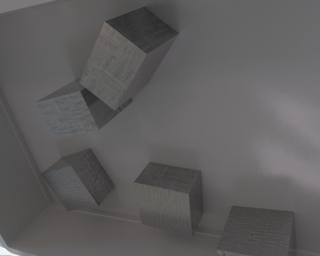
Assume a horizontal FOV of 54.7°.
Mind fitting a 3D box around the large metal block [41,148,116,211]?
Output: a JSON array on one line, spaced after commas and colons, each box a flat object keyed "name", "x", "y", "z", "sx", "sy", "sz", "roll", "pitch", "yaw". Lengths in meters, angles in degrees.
[{"name": "large metal block", "x": -0.136, "y": 0.088, "z": 0.519, "sx": 0.080, "sy": 0.050, "sz": 0.080, "roll": -18, "pitch": 109, "yaw": 35}]

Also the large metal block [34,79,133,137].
[{"name": "large metal block", "x": -0.097, "y": -0.034, "z": 0.403, "sx": 0.080, "sy": 0.080, "sz": 0.050, "roll": -8, "pitch": 114, "yaw": 32}]

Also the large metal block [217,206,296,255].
[{"name": "large metal block", "x": 0.127, "y": 0.150, "z": 0.399, "sx": 0.080, "sy": 0.080, "sz": 0.050, "roll": -2, "pitch": 118, "yaw": 29}]

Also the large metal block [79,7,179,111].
[{"name": "large metal block", "x": -0.033, "y": -0.078, "z": 0.343, "sx": 0.050, "sy": 0.080, "sz": 0.080, "roll": 39, "pitch": 129, "yaw": 2}]

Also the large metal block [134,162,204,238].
[{"name": "large metal block", "x": 0.015, "y": 0.102, "z": 0.448, "sx": 0.080, "sy": 0.050, "sz": 0.079, "roll": 7, "pitch": 122, "yaw": 24}]
